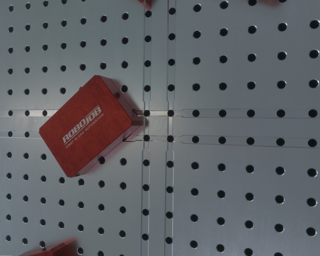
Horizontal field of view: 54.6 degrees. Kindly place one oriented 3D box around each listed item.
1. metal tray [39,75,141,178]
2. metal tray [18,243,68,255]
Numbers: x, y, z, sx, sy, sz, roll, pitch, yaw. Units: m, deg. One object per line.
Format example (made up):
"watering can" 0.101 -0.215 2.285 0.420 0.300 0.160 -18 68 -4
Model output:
"metal tray" -0.103 -0.001 0.447 0.130 0.030 0.090 -40 78 15
"metal tray" -0.172 0.252 0.471 0.090 0.030 0.129 -20 83 19
